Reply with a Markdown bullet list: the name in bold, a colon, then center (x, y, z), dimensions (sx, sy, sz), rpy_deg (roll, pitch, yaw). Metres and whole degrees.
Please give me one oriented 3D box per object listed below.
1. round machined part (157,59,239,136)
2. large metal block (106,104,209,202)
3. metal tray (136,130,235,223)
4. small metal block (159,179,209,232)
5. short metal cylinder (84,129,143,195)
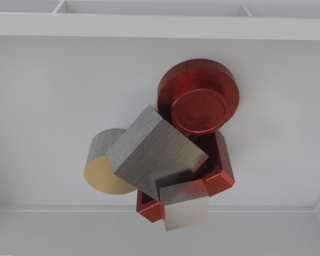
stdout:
- **round machined part**: center (0.046, -0.029, 0.371), dimensions (0.099, 0.042, 0.097), rpy_deg (-1, 130, 0)
- **large metal block**: center (-0.004, 0.032, 0.371), dimensions (0.080, 0.050, 0.080), rpy_deg (39, 95, -28)
- **metal tray**: center (0.029, 0.061, 0.416), dimensions (0.130, 0.090, 0.030), rpy_deg (-31, 123, 23)
- **small metal block**: center (0.028, 0.090, 0.359), dimensions (0.050, 0.025, 0.050), rpy_deg (-10, 130, -9)
- **short metal cylinder**: center (-0.060, 0.048, 0.430), dimensions (0.081, 0.050, 0.079), rpy_deg (0, 130, 0)
